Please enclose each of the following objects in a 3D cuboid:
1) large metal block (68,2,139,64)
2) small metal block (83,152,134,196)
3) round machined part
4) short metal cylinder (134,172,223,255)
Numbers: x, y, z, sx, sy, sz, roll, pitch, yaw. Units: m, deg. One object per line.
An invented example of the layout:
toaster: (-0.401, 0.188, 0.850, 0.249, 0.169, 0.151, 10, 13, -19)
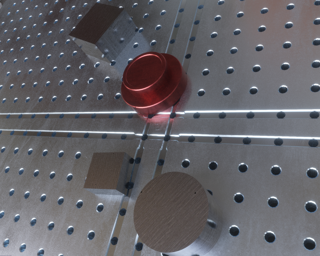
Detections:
large metal block: (-0.100, -0.169, 0.548, 0.080, 0.050, 0.080, 27, 77, 37)
small metal block: (-0.066, 0.060, 0.407, 0.050, 0.025, 0.050, -3, 60, 26)
round machined part: (-0.014, -0.071, 0.448, 0.098, 0.042, 0.098, -13, 56, 20)
short metal cylinder: (0.020, 0.092, 0.325, 0.080, 0.050, 0.080, -13, 56, 21)
